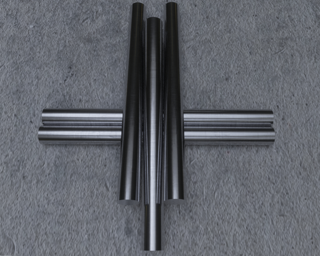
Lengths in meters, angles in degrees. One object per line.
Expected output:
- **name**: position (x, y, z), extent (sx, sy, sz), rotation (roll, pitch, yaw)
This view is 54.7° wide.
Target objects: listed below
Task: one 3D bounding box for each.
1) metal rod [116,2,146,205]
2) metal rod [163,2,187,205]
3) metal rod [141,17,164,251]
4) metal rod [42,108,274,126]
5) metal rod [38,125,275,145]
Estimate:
- **metal rod**: position (-0.034, -0.051, 0.405), extent (0.025, 0.025, 0.299), rotation (0, 62, 0)
- **metal rod**: position (0.017, -0.052, 0.406), extent (0.025, 0.025, 0.299), rotation (0, 62, 0)
- **metal rod**: position (-0.008, -0.008, 0.385), extent (0.025, 0.025, 0.299), rotation (0, 70, -1)
- **metal rod**: position (-0.002, -0.014, 0.415), extent (0.302, 0.025, 0.025), rotation (0, 70, -1)
- **metal rod**: position (-0.004, 0.010, 0.407), extent (0.302, 0.025, 0.025), rotation (0, 70, -1)
